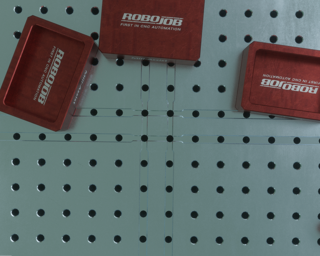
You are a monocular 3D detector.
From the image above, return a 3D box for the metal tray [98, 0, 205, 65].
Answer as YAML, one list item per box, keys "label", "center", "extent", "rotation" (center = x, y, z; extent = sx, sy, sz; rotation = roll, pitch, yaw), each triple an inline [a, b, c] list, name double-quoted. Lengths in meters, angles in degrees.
- label: "metal tray"
  center: [-0.010, -0.136, 0.411]
  extent: [0.131, 0.030, 0.090]
  rotation: [5, 90, 0]

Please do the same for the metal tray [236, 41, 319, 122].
- label: "metal tray"
  center: [0.174, -0.059, 0.411]
  extent: [0.131, 0.030, 0.090]
  rotation: [8, 90, 0]

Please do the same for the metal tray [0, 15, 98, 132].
- label: "metal tray"
  center: [-0.148, -0.070, 0.409]
  extent: [0.090, 0.030, 0.129]
  rotation: [21, 90, 0]
